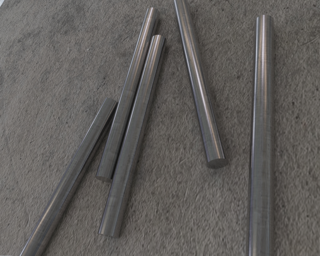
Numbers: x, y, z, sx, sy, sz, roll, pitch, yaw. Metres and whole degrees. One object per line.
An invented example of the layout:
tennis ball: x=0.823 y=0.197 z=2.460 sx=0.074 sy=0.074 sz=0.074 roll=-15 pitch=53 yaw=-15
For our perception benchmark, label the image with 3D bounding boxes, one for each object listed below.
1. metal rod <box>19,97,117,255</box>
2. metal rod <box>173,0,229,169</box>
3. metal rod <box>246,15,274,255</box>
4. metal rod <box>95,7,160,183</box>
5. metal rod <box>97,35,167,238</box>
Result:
metal rod: x=-0.131 y=0.090 z=0.417 sx=0.025 sy=0.025 sz=0.300 roll=12 pitch=68 yaw=33
metal rod: x=0.049 y=-0.083 z=0.429 sx=0.025 sy=0.025 sz=0.299 roll=-19 pitch=54 yaw=17
metal rod: x=0.116 y=-0.011 z=0.350 sx=0.025 sy=0.025 sz=0.300 roll=-4 pitch=60 yaw=26
metal rod: x=-0.042 y=-0.065 z=0.465 sx=0.025 sy=0.025 sz=0.300 roll=-2 pitch=61 yaw=27
metal rod: x=-0.031 y=-0.007 z=0.423 sx=0.025 sy=0.025 sz=0.300 roll=-2 pitch=61 yaw=27
